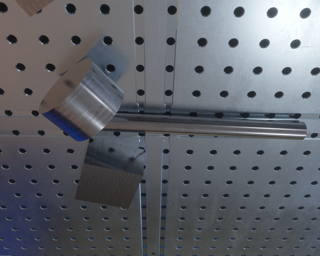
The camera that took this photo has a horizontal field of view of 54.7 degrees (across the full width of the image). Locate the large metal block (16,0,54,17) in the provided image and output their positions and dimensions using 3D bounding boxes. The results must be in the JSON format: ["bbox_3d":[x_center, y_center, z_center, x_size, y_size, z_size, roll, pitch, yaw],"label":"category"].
[{"bbox_3d":[-0.102,-0.157,0.260,0.080,0.050,0.080,-25,126,19],"label":"large metal block"}]

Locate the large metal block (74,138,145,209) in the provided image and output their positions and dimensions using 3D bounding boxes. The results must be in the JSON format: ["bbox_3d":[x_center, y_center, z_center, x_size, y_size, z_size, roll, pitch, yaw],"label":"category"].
[{"bbox_3d":[-0.073,0.068,0.452,0.081,0.050,0.079,14,129,-12],"label":"large metal block"}]

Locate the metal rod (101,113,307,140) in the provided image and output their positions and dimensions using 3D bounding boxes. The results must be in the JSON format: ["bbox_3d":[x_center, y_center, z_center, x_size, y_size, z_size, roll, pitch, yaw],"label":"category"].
[{"bbox_3d":[0.041,-0.003,0.409,0.302,0.025,0.025,3,130,-3],"label":"metal rod"}]

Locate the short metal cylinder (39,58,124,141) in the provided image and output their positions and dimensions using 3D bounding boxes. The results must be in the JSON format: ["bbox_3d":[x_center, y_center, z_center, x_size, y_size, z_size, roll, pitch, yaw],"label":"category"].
[{"bbox_3d":[-0.087,-0.032,0.347,0.080,0.080,0.050,-30,124,23],"label":"short metal cylinder"}]
